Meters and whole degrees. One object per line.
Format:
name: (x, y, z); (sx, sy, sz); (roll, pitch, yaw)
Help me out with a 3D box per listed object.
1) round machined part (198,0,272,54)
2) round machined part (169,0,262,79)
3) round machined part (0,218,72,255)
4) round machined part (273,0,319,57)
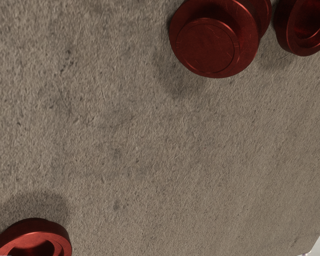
round machined part: (0.091, -0.132, 0.366); (0.099, 0.042, 0.097); (-14, 124, -21)
round machined part: (0.056, -0.094, 0.333); (0.042, 0.098, 0.098); (-62, 145, -42)
round machined part: (-0.168, 0.156, 0.401); (0.099, 0.042, 0.097); (-14, 125, -21)
round machined part: (0.192, -0.149, 0.411); (0.099, 0.042, 0.097); (-14, 125, -21)
